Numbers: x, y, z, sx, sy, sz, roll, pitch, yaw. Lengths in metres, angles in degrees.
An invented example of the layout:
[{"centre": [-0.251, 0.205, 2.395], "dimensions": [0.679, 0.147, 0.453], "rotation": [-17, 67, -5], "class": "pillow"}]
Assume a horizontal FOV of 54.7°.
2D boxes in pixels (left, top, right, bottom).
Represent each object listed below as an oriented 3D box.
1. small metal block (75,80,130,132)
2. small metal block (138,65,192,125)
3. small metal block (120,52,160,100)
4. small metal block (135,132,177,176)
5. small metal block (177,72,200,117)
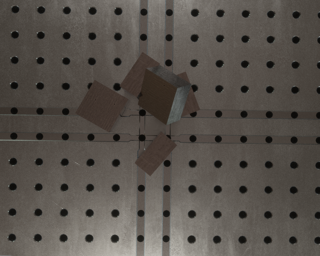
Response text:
[{"centre": [-0.075, -0.028, 0.412], "dimensions": [0.050, 0.025, 0.050], "rotation": [30, 90, -1], "class": "small metal block"}, {"centre": [0.004, -0.040, 0.369], "dimensions": [0.050, 0.025, 0.050], "rotation": [37, 128, 29], "class": "small metal block"}, {"centre": [-0.025, -0.065, 0.401], "dimensions": [0.025, 0.050, 0.050], "rotation": [34, 90, 0], "class": "small metal block"}, {"centre": [-0.005, 0.032, 0.401], "dimensions": [0.025, 0.050, 0.050], "rotation": [41, 90, -1], "class": "small metal block"}, {"centre": [0.028, -0.041, 0.401], "dimensions": [0.025, 0.050, 0.050], "rotation": [-21, 90, -1], "class": "small metal block"}]
